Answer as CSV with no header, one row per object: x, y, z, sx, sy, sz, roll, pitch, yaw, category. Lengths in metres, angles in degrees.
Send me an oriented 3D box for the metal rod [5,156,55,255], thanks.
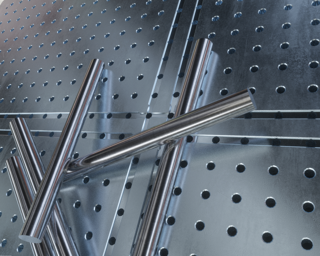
-0.155,0.142,0.400,0.025,0.025,0.300,-41,51,0,metal rod

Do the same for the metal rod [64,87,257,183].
-0.031,0.021,0.384,0.300,0.025,0.025,-22,53,24,metal rod

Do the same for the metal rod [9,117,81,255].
-0.143,0.097,0.396,0.025,0.025,0.300,-37,59,3,metal rod

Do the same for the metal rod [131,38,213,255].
0.022,0.010,0.389,0.025,0.025,0.300,4,63,29,metal rod

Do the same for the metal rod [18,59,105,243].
-0.125,0.007,0.436,0.025,0.025,0.300,-10,48,22,metal rod
